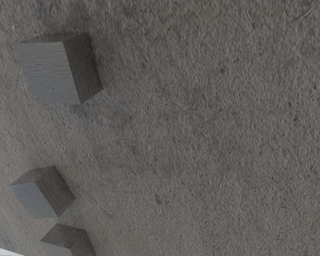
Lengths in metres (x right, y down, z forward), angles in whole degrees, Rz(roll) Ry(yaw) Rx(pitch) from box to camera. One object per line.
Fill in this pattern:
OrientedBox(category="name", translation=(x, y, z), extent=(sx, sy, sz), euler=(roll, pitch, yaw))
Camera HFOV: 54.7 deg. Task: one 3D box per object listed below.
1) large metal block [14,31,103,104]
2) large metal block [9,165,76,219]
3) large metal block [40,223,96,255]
OrientedBox(category="large metal block", translation=(-0.132, -0.080, 0.411), extent=(0.080, 0.050, 0.079), euler=(5, 121, 25))
OrientedBox(category="large metal block", translation=(-0.220, 0.122, 0.582), extent=(0.080, 0.050, 0.080), euler=(-13, 112, 33))
OrientedBox(category="large metal block", translation=(-0.191, 0.254, 0.648), extent=(0.080, 0.050, 0.080), euler=(2, 119, 27))
